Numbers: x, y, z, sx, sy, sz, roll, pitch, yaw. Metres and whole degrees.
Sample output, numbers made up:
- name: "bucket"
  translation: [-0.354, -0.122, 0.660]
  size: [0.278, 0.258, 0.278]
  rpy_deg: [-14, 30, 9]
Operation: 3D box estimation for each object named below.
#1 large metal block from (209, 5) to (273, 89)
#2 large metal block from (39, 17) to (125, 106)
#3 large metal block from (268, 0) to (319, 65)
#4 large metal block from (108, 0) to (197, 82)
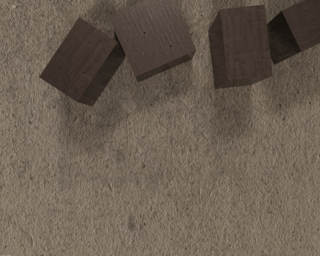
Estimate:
- name: "large metal block"
  translation: [0.096, -0.095, 0.384]
  size: [0.050, 0.080, 0.079]
  rpy_deg: [-6, 90, 0]
- name: "large metal block"
  translation: [-0.090, -0.076, 0.381]
  size: [0.050, 0.080, 0.080]
  rpy_deg: [33, 90, -1]
- name: "large metal block"
  translation: [0.182, -0.126, 0.385]
  size: [0.080, 0.080, 0.050]
  rpy_deg: [-26, 90, 0]
- name: "large metal block"
  translation: [-0.009, -0.114, 0.397]
  size: [0.080, 0.050, 0.080]
  rpy_deg: [-24, 90, -1]
